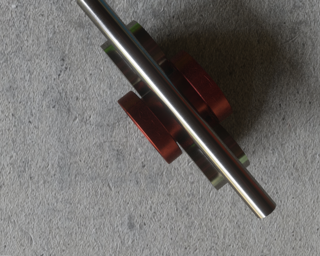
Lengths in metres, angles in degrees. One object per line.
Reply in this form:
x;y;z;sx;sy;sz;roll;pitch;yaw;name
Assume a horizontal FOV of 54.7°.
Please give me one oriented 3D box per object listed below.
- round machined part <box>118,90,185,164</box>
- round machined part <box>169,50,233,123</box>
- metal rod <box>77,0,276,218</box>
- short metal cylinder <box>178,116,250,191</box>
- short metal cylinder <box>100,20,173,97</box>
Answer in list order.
-0.004;-0.007;0.373;0.042;0.098;0.098;-39;91;-4;round machined part
0.040;-0.043;0.375;0.042;0.098;0.098;-39;90;5;round machined part
0.018;-0.026;0.332;0.025;0.025;0.300;-40;91;0;metal rod
0.065;0.030;0.384;0.050;0.080;0.080;-39;91;0;short metal cylinder
-0.028;-0.084;0.383;0.050;0.080;0.080;-39;91;0;short metal cylinder
